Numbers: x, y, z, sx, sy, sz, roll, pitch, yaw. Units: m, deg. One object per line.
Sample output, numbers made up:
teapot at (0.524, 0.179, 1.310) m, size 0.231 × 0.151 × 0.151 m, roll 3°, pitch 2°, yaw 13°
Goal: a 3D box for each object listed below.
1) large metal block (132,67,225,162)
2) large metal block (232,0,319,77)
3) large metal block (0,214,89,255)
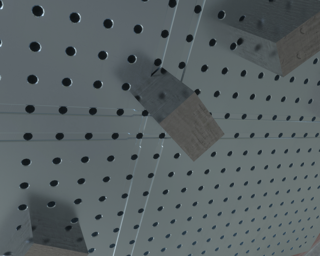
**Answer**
large metal block at (0.022, -0.017, 0.378) m, size 0.050 × 0.080 × 0.080 m, roll -42°, pitch 130°, yaw 0°
large metal block at (0.152, -0.119, 0.388) m, size 0.080 × 0.080 × 0.050 m, roll -36°, pitch 129°, yaw -5°
large metal block at (-0.158, 0.172, 0.416) m, size 0.080 × 0.050 × 0.080 m, roll 32°, pitch 100°, yaw -39°
